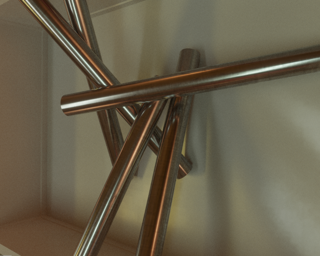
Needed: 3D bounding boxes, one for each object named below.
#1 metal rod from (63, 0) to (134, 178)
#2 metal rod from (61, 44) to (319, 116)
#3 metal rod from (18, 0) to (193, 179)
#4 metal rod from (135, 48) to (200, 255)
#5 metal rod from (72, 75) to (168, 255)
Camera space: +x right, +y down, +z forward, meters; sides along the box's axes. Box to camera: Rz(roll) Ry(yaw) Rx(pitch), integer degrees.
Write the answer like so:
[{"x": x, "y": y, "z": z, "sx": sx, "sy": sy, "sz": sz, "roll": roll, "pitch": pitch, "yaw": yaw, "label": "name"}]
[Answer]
[{"x": -0.079, "y": -0.060, "z": 0.392, "sx": 0.025, "sy": 0.025, "sz": 0.298, "roll": 9, "pitch": 121, "yaw": 40, "label": "metal rod"}, {"x": 0.036, "y": -0.046, "z": 0.308, "sx": 0.301, "sy": 0.025, "sz": 0.025, "roll": -8, "pitch": 84, "yaw": 18, "label": "metal rod"}, {"x": -0.066, "y": -0.057, "z": 0.359, "sx": 0.025, "sy": 0.025, "sz": 0.300, "roll": -34, "pitch": 102, "yaw": 35, "label": "metal rod"}, {"x": 0.006, "y": 0.046, "z": 0.325, "sx": 0.025, "sy": 0.025, "sz": 0.299, "roll": -6, "pitch": 62, "yaw": 40, "label": "metal rod"}, {"x": -0.056, "y": 0.082, "z": 0.340, "sx": 0.025, "sy": 0.025, "sz": 0.299, "roll": 22, "pitch": 86, "yaw": 38, "label": "metal rod"}]
